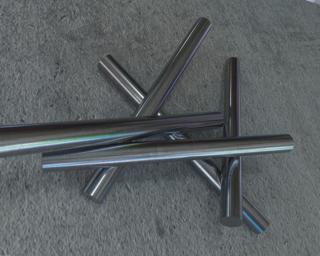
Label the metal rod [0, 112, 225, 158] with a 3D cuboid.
[{"bbox_3d":[-0.024,0.000,0.333,0.302,0.025,0.025,-6,64,-45],"label":"metal rod"}]

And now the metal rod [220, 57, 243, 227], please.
[{"bbox_3d":[0.103,-0.005,0.440,0.025,0.025,0.300,25,46,-13],"label":"metal rod"}]

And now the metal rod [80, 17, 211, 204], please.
[{"bbox_3d":[-0.003,-0.041,0.392,0.025,0.025,0.301,34,62,-6],"label":"metal rod"}]

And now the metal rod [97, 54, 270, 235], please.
[{"bbox_3d":[0.028,0.018,0.407,0.300,0.025,0.025,47,51,4],"label":"metal rod"}]

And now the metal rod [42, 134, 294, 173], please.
[{"bbox_3d":[0.028,0.025,0.350,0.303,0.025,0.025,-2,63,-23],"label":"metal rod"}]
